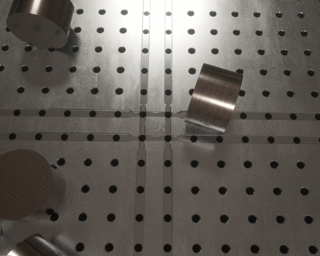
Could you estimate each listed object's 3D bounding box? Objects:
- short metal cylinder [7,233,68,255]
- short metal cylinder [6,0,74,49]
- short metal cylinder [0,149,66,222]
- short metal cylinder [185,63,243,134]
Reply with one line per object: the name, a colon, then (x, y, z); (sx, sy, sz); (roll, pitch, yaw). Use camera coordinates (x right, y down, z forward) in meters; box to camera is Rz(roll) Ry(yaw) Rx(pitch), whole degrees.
short metal cylinder: (-0.135, 0.159, 0.323); (0.050, 0.080, 0.080); (33, 73, 11)
short metal cylinder: (-0.167, -0.156, 0.437); (0.080, 0.080, 0.050); (6, 70, 2)
short metal cylinder: (-0.161, 0.070, 0.371); (0.081, 0.050, 0.080); (0, 70, 0)
short metal cylinder: (0.068, -0.038, 0.397); (0.050, 0.080, 0.080); (18, 71, 6)
